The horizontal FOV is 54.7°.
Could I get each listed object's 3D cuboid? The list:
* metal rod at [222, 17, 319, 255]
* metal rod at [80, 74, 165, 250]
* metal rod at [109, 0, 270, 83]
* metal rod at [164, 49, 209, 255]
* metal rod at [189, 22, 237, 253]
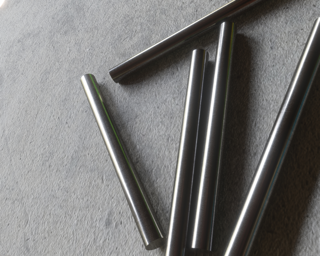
[{"bbox_3d":[0.134,0.001,0.332,0.025,0.025,0.300,16,70,34],"label":"metal rod"},{"bbox_3d":[-0.062,0.022,0.423,0.025,0.025,0.300,-34,51,6],"label":"metal rod"},{"bbox_3d":[0.057,-0.148,0.464,0.300,0.025,0.025,-26,53,11],"label":"metal rod"},{"bbox_3d":[0.034,0.028,0.368,0.025,0.025,0.300,-5,59,26],"label":"metal rod"},{"bbox_3d":[0.069,-0.010,0.373,0.025,0.025,0.300,-3,60,27],"label":"metal rod"}]
